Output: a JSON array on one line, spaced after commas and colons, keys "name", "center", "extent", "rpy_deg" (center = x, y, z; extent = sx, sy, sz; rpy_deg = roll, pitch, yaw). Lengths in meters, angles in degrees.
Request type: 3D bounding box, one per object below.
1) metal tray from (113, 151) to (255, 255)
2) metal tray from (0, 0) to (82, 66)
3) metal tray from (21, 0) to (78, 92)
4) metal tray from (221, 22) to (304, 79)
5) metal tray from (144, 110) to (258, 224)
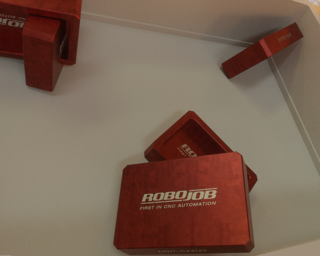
[{"name": "metal tray", "center": [0.022, 0.077, 0.313], "extent": [0.030, 0.130, 0.090], "rpy_deg": [56, 31, -51]}, {"name": "metal tray", "center": [-0.156, -0.114, 0.336], "extent": [0.131, 0.090, 0.030], "rpy_deg": [5, 65, -17]}, {"name": "metal tray", "center": [-0.123, -0.120, 0.368], "extent": [0.030, 0.089, 0.130], "rpy_deg": [15, 55, -11]}, {"name": "metal tray", "center": [0.179, -0.135, 0.538], "extent": [0.131, 0.090, 0.030], "rpy_deg": [-32, 93, -38]}, {"name": "metal tray", "center": [0.055, 0.050, 0.401], "extent": [0.130, 0.030, 0.091], "rpy_deg": [46, 51, 4]}]
